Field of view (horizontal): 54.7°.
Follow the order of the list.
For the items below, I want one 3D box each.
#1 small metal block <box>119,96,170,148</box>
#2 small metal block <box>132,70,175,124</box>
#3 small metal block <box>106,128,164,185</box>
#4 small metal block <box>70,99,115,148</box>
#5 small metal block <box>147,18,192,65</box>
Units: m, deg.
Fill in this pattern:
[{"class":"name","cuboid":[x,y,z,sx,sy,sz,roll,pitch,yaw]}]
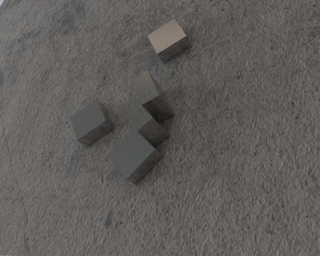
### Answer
[{"class":"small metal block","cuboid":[-0.020,-0.007,0.403,0.025,0.050,0.050,-42,51,0]},{"class":"small metal block","cuboid":[-0.009,-0.041,0.418,0.025,0.050,0.050,-30,52,9]},{"class":"small metal block","cuboid":[-0.032,0.036,0.399,0.050,0.025,0.050,-46,51,-4]},{"class":"small metal block","cuboid":[-0.101,-0.008,0.462,0.050,0.025,0.050,-34,51,5]},{"class":"small metal block","cuboid":[0.014,-0.134,0.479,0.050,0.025,0.050,-31,52,8]}]
